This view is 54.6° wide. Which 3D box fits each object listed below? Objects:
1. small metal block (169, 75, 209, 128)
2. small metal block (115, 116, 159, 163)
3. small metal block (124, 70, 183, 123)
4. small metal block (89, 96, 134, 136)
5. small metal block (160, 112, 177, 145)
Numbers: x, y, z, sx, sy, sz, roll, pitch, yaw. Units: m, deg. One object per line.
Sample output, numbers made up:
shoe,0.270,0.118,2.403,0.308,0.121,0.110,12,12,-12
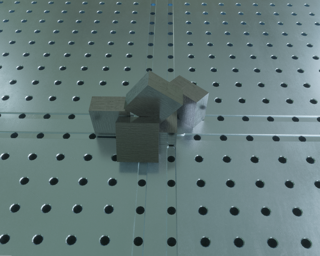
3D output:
small metal block,0.036,-0.036,0.422,0.050,0.050,0.025,36,58,26
small metal block,-0.026,0.014,0.377,0.050,0.050,0.025,1,18,1
small metal block,-0.008,-0.034,0.375,0.050,0.050,0.025,27,45,-26
small metal block,-0.061,-0.014,0.403,0.050,0.050,0.025,1,51,1
small metal block,-0.003,-0.006,0.412,0.050,0.025,0.050,2,50,0
